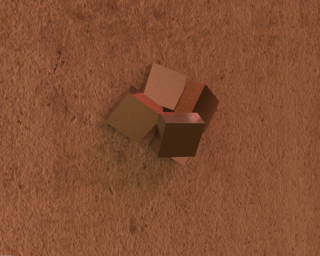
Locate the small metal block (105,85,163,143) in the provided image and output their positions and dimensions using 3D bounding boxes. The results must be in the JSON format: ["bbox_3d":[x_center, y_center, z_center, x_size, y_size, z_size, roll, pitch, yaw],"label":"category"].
[{"bbox_3d":[-0.032,-0.017,0.387,0.050,0.025,0.050,35,114,-18],"label":"small metal block"}]

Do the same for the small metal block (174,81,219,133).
[{"bbox_3d":[0.050,-0.028,0.418,0.050,0.025,0.050,38,75,-51],"label":"small metal block"}]

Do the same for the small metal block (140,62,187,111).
[{"bbox_3d":[0.003,-0.053,0.413,0.050,0.025,0.050,18,84,-20],"label":"small metal block"}]

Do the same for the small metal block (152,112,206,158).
[{"bbox_3d":[0.022,0.009,0.381,0.050,0.025,0.050,0,123,-20],"label":"small metal block"}]

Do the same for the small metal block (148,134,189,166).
[{"bbox_3d":[0.020,0.016,0.419,0.050,0.025,0.050,34,79,-17],"label":"small metal block"}]
